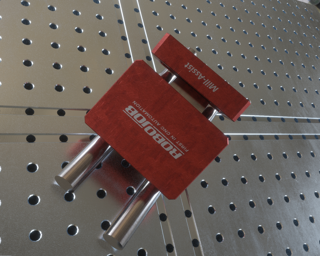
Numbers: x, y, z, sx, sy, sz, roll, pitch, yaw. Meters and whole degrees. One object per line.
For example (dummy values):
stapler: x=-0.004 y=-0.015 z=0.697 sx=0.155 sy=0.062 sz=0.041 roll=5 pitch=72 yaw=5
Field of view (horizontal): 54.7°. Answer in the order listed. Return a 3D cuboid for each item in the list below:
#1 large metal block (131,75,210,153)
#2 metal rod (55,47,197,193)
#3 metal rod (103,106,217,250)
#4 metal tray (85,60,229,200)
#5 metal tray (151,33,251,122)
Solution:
large metal block: x=0.018 y=-0.021 z=0.396 sx=0.050 sy=0.080 sz=0.080 roll=41 pitch=51 yaw=-1
metal rod: x=-0.025 y=-0.032 z=0.416 sx=0.025 sy=0.025 sz=0.301 roll=40 pitch=51 yaw=-1
metal rod: x=0.028 y=0.027 z=0.409 sx=0.025 sy=0.025 sz=0.301 roll=41 pitch=51 yaw=-1
metal tray: x=-0.004 y=0.002 z=0.337 sx=0.130 sy=0.030 sz=0.090 roll=43 pitch=94 yaw=0
metal tray: x=0.051 y=-0.064 z=0.406 sx=0.130 sy=0.030 sz=0.090 roll=40 pitch=7 yaw=-2
